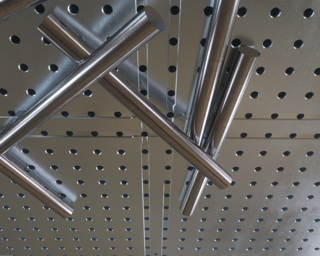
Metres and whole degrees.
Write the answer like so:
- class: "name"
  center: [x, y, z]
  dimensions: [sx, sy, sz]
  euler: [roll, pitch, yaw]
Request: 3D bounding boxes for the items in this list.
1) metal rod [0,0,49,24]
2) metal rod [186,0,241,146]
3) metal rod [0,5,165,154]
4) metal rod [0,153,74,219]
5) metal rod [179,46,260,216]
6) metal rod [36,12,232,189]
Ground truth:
- class: "metal rod"
  center: [-0.127, -0.130, 0.299]
  dimensions: [0.300, 0.025, 0.025]
  euler: [-18, 128, 14]
- class: "metal rod"
  center: [0.061, -0.086, 0.338]
  dimensions: [0.025, 0.025, 0.298]
  euler: [5, 130, -4]
- class: "metal rod"
  center: [-0.114, -0.035, 0.349]
  dimensions: [0.299, 0.025, 0.025]
  euler: [-29, 125, 34]
- class: "metal rod"
  center: [-0.232, 0.045, 0.447]
  dimensions: [0.025, 0.025, 0.300]
  euler: [-23, 127, 18]
- class: "metal rod"
  center: [0.072, 0.028, 0.435]
  dimensions: [0.025, 0.025, 0.298]
  euler: [8, 130, -7]
- class: "metal rod"
  center: [-0.014, -0.017, 0.374]
  dimensions: [0.025, 0.025, 0.300]
  euler: [-37, 115, 27]
